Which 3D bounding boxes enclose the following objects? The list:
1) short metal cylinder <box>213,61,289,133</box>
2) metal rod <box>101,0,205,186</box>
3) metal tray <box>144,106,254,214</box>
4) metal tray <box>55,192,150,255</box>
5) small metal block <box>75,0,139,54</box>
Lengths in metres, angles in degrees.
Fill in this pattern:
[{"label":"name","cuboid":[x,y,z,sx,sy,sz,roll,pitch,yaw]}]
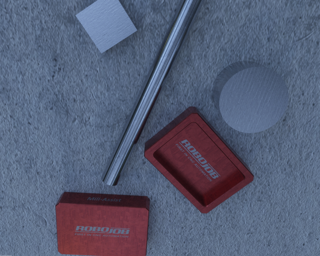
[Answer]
[{"label":"short metal cylinder","cuboid":[0.109,-0.040,0.383,0.081,0.050,0.079,0,110,-1]},{"label":"metal rod","cuboid":[-0.008,-0.054,0.389,0.025,0.025,0.298,23,108,-9]},{"label":"metal tray","cuboid":[0.053,0.046,0.424,0.090,0.030,0.130,-40,106,13]},{"label":"metal tray","cuboid":[-0.083,0.144,0.459,0.131,0.030,0.089,3,110,-2]},{"label":"small metal block","cuboid":[-0.061,-0.124,0.363,0.050,0.025,0.050,-30,108,10]}]
